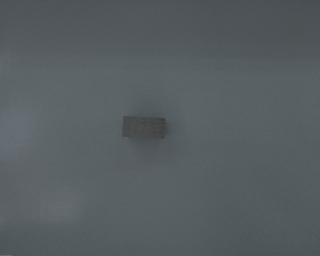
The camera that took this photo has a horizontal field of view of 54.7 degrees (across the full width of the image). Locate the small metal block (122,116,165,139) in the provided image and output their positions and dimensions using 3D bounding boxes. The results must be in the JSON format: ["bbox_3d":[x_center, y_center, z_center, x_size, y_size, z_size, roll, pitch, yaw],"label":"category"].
[{"bbox_3d":[-0.020,-0.001,0.395,0.050,0.050,0.025,3,90,-1],"label":"small metal block"}]
